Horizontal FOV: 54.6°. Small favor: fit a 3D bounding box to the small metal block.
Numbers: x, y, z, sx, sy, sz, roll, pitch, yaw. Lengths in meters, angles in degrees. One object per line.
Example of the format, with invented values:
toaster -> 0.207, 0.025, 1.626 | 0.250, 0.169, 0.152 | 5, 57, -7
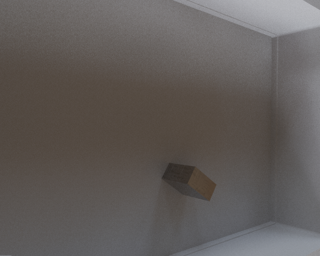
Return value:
small metal block -> 0.040, 0.073, 0.422 | 0.050, 0.050, 0.025 | 41, 65, -32
